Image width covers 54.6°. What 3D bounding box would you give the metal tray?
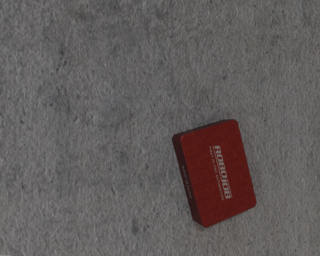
[{"bbox_3d":[0.077,0.061,0.435,0.091,0.030,0.129,-17,96,-19],"label":"metal tray"}]
